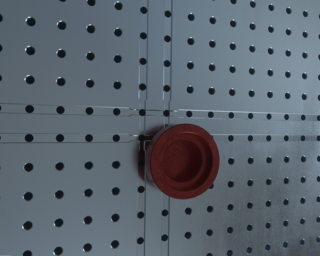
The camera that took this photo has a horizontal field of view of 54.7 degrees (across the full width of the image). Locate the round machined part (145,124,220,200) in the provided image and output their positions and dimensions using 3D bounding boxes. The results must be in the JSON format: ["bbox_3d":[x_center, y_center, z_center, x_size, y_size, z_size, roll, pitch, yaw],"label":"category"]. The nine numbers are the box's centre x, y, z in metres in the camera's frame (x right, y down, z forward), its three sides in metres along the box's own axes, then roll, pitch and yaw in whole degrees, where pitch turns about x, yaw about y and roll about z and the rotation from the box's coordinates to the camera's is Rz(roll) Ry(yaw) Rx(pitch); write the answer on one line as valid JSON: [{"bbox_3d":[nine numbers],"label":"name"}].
[{"bbox_3d":[0.027,0.043,0.415,0.099,0.042,0.097,0,90,-21],"label":"round machined part"}]
